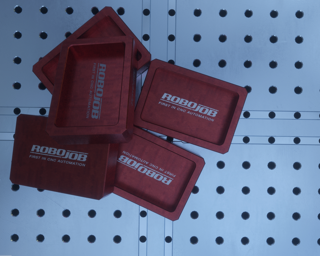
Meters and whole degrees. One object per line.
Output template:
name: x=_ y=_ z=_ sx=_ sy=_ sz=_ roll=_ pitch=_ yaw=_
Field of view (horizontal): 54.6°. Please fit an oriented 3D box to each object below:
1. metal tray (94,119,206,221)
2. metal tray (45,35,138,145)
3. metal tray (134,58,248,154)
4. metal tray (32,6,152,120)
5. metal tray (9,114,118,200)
metal tray: x=-0.018 y=0.053 z=0.410 sx=0.130 sy=0.030 sz=0.090 roll=25 pitch=90 yaw=0
metal tray: x=-0.076 y=-0.047 z=0.368 sx=0.090 sy=0.030 sz=0.130 roll=-2 pitch=66 yaw=7
metal tray: x=0.038 y=-0.028 z=0.410 sx=0.131 sy=0.030 sz=0.090 roll=18 pitch=91 yaw=0
metal tray: x=-0.087 y=-0.083 z=0.409 sx=0.130 sy=0.030 sz=0.090 roll=-39 pitch=89 yaw=0
metal tray: x=-0.121 y=0.034 z=0.393 sx=0.130 sy=0.030 sz=0.090 roll=7 pitch=91 yaw=14
